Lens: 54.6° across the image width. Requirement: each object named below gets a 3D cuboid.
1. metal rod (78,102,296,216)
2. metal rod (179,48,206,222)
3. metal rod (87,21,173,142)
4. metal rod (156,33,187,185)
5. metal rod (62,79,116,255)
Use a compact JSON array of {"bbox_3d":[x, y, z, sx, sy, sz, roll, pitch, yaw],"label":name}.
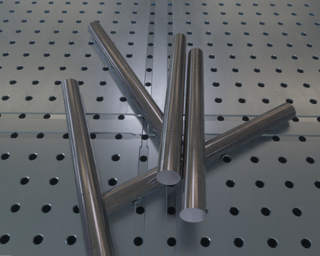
[{"bbox_3d":[0.048,0.035,0.378,0.302,0.025,0.025,-24,54,-19],"label":"metal rod"},{"bbox_3d":[0.045,-0.019,0.400,0.025,0.025,0.300,4,43,3],"label":"metal rod"},{"bbox_3d":[-0.050,-0.079,0.473,0.025,0.025,0.300,-21,53,-17],"label":"metal rod"},{"bbox_3d":[0.021,-0.051,0.427,0.025,0.025,0.300,4,43,3],"label":"metal rod"},{"bbox_3d":[-0.088,0.033,0.355,0.025,0.025,0.300,-14,44,-11],"label":"metal rod"}]
